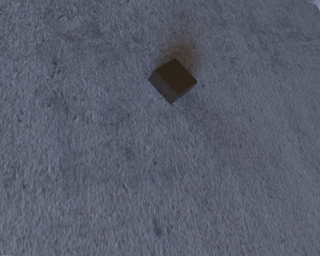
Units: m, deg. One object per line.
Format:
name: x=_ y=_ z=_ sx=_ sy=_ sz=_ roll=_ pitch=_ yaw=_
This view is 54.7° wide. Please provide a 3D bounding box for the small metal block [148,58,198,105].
small metal block: x=0.019 y=-0.070 z=0.459 sx=0.050 sy=0.025 sz=0.050 roll=48 pitch=51 yaw=5
